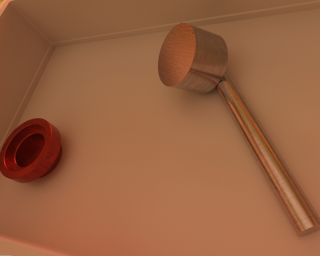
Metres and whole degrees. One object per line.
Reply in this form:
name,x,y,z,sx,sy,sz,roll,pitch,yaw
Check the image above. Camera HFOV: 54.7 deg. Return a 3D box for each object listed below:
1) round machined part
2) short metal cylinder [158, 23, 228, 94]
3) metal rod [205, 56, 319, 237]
round machined part,-0.189,0.037,0.469,0.098,0.042,0.098,-13,56,20
short metal cylinder,0.040,-0.088,0.398,0.080,0.050,0.080,-19,67,55
metal rod,0.095,-0.021,0.367,0.025,0.025,0.299,-28,52,10
